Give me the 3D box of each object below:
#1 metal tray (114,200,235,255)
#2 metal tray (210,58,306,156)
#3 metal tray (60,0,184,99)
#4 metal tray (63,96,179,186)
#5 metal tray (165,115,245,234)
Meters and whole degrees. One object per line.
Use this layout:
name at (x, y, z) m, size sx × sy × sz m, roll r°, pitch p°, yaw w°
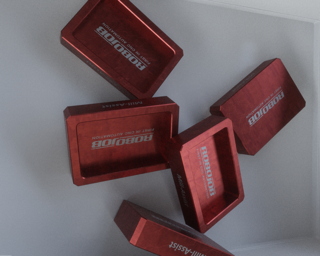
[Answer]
metal tray at (0.015, 0.136, 0.382) m, size 0.131 × 0.090 × 0.030 m, roll 28°, pitch 81°, yaw -18°
metal tray at (0.149, -0.032, 0.465) m, size 0.131 × 0.030 × 0.090 m, roll -40°, pitch 103°, yaw -16°
metal tray at (-0.046, -0.103, 0.391) m, size 0.130 × 0.030 × 0.090 m, roll 39°, pitch 77°, yaw -16°
metal tray at (-0.044, 0.014, 0.375) m, size 0.131 × 0.030 × 0.089 m, roll -8°, pitch 116°, yaw -20°
metal tray at (0.063, 0.059, 0.405) m, size 0.091 × 0.030 × 0.129 m, roll -28°, pitch 115°, yaw -31°
